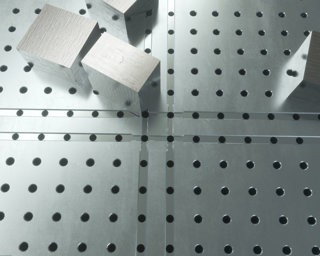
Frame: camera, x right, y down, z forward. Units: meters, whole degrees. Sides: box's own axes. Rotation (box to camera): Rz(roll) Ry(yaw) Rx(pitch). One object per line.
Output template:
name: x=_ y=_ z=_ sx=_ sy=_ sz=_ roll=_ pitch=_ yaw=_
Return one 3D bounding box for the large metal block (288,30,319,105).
large metal block: x=0.233 y=-0.077 z=0.428 sx=0.080 sy=0.050 sz=0.080 roll=17 pitch=71 yaw=6

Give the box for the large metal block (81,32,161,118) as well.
large metal block: x=-0.047 y=-0.067 z=0.407 sx=0.080 sy=0.080 sz=0.050 roll=29 pitch=73 yaw=10

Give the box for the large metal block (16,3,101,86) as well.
large metal block: x=-0.138 y=-0.118 z=0.441 sx=0.080 sy=0.050 sz=0.080 roll=21 pitch=71 yaw=7

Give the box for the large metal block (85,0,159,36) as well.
large metal block: x=-0.058 y=-0.203 z=0.472 sx=0.080 sy=0.050 sz=0.080 roll=35 pitch=74 yaw=12
